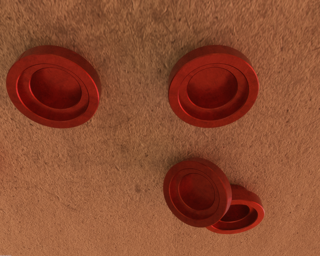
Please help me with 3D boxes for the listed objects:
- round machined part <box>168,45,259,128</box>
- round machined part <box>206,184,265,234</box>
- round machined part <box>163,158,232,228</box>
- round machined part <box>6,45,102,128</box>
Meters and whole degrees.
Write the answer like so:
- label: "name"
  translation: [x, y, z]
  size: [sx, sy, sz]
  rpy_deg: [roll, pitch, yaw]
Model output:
- label: "round machined part"
  translation: [0.058, -0.050, 0.354]
  size: [0.099, 0.042, 0.097]
  rpy_deg: [0, 130, 0]
- label: "round machined part"
  translation: [0.115, 0.129, 0.505]
  size: [0.099, 0.042, 0.097]
  rpy_deg: [-1, 132, -1]
- label: "round machined part"
  translation: [0.057, 0.090, 0.451]
  size: [0.098, 0.042, 0.097]
  rpy_deg: [6, 103, 29]
- label: "round machined part"
  translation: [-0.116, -0.050, 0.353]
  size: [0.099, 0.042, 0.097]
  rpy_deg: [0, 130, 0]
